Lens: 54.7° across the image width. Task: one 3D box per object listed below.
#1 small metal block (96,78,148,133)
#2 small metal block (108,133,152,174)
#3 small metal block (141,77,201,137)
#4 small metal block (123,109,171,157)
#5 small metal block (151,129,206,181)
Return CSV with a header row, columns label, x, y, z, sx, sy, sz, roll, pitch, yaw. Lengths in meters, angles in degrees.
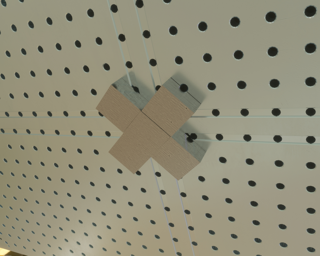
label,x,y,z,sx,sy,sz,roll,pitch,yaw
small metal block,-0.051,-0.030,0.418,0.050,0.025,0.050,42,129,-1
small metal block,-0.039,0.032,0.450,0.050,0.025,0.050,41,129,-1
small metal block,0.014,-0.025,0.387,0.050,0.025,0.050,41,129,-1
small metal block,-0.013,0.003,0.417,0.050,0.025,0.050,41,129,-1
small metal block,0.025,0.036,0.419,0.050,0.025,0.050,42,129,-1
